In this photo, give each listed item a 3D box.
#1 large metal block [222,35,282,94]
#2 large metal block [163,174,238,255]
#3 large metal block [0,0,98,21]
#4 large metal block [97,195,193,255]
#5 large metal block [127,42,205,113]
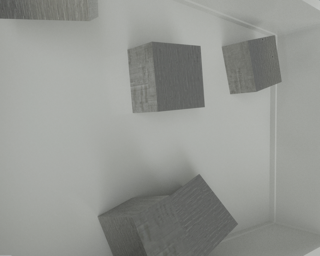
[{"bbox_3d":[0.155,-0.106,0.520,0.081,0.050,0.080,-21,104,-38],"label":"large metal block"},{"bbox_3d":[0.038,0.120,0.400,0.081,0.050,0.080,-29,76,-36],"label":"large metal block"},{"bbox_3d":[-0.099,-0.137,0.267,0.081,0.050,0.079,1,114,-3],"label":"large metal block"},{"bbox_3d":[-0.017,0.125,0.346,0.050,0.080,0.080,-22,91,-38],"label":"large metal block"},{"bbox_3d":[0.009,-0.063,0.397,0.081,0.050,0.079,-8,95,-40],"label":"large metal block"}]
